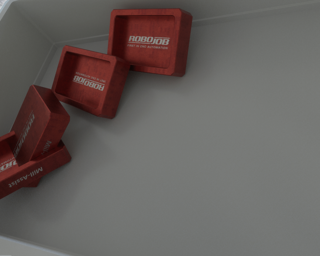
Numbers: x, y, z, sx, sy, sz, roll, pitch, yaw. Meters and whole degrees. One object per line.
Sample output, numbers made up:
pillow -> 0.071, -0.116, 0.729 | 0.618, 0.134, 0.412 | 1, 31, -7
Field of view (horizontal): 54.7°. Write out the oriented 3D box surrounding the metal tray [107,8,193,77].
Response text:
metal tray -> -0.020, -0.128, 0.463 | 0.130, 0.030, 0.089 | 14, 102, 33

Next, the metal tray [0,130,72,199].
metal tray -> -0.209, 0.044, 0.455 | 0.131, 0.030, 0.090 | -29, 48, -19

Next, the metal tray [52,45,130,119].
metal tray -> -0.113, -0.075, 0.486 | 0.130, 0.030, 0.089 | 21, 95, 35

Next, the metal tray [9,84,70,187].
metal tray -> -0.189, 0.013, 0.462 | 0.090, 0.030, 0.129 | 45, 111, 39
